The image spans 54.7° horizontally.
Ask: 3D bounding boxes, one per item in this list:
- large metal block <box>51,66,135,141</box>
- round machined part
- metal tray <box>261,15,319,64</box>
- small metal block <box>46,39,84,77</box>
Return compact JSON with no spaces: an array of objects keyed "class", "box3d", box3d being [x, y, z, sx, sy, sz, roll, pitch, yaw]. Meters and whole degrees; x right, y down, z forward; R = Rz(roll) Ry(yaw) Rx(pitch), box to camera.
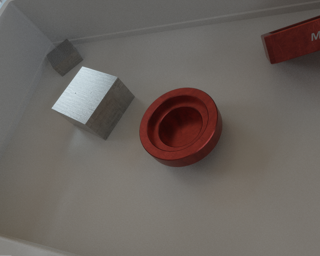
[{"class":"large metal block","box3d":[-0.099,-0.038,0.463,0.080,0.050,0.080,22,73,35]},{"class":"round machined part","box3d":[0.028,0.002,0.378,0.098,0.042,0.098,-13,56,20]},{"class":"metal tray","box3d":[0.182,-0.108,0.339,0.130,0.030,0.090,-15,13,19]},{"class":"small metal block","box3d":[-0.178,-0.131,0.577,0.050,0.025,0.050,-39,51,1]}]
